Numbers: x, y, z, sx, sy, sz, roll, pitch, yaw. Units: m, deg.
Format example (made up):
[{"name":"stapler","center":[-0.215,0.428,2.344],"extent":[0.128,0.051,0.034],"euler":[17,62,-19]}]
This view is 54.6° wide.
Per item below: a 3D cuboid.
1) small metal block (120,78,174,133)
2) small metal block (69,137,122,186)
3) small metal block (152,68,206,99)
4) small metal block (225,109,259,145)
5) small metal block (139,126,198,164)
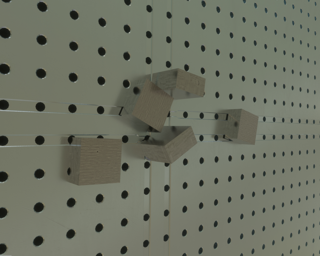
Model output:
[{"name":"small metal block","center":[-0.015,-0.028,0.395],"extent":[0.050,0.025,0.050],"euler":[33,70,-35]},{"name":"small metal block","center":[-0.072,0.036,0.348],"extent":[0.050,0.025,0.050],"euler":[4,88,-40]},{"name":"small metal block","center":[0.024,-0.057,0.411],"extent":[0.050,0.050,0.025],"euler":[12,83,-39]},{"name":"small metal block","center":[0.139,-0.001,0.524],"extent":[0.050,0.025,0.050],"euler":[18,79,-39]},{"name":"small metal block","center":[0.011,0.020,0.401],"extent":[0.050,0.050,0.025],"euler":[-35,112,-34]}]
